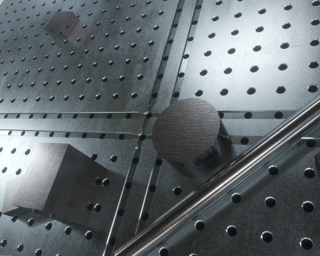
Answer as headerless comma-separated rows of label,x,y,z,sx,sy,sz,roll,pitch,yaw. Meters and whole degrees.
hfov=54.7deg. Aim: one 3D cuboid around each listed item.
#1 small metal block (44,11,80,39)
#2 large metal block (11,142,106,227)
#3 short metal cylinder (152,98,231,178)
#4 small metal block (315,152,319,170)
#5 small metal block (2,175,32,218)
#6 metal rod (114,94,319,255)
small metal block,-0.204,-0.215,0.644,0.050,0.025,0.050,13,68,33
large metal block,-0.122,0.072,0.391,0.050,0.080,0.080,0,62,28
short metal cylinder,0.038,0.012,0.364,0.080,0.050,0.080,-13,56,20
small metal block,0.185,0.035,0.290,0.050,0.025,0.050,-35,52,5
small metal block,-0.197,0.097,0.450,0.050,0.025,0.050,-21,54,15
metal rod,0.076,0.053,0.335,0.300,0.025,0.025,-38,51,2
